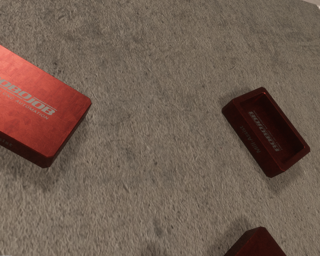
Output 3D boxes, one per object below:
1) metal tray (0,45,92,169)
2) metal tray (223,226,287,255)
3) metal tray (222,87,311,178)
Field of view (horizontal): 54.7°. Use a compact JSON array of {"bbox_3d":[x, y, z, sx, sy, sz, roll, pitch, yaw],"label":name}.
[{"bbox_3d":[-0.153,-0.027,0.335,0.130,0.030,0.090,31,51,-8],"label":"metal tray"},{"bbox_3d":[0.127,0.193,0.353,0.091,0.030,0.130,-29,78,-38],"label":"metal tray"},{"bbox_3d":[0.169,0.003,0.492,0.091,0.030,0.130,-23,74,-37],"label":"metal tray"}]
